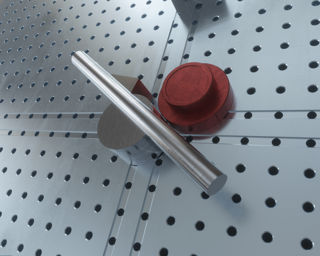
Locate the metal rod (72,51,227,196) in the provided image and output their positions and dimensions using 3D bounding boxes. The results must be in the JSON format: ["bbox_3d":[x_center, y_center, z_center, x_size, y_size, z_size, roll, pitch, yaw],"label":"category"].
[{"bbox_3d":[-0.035,-0.026,0.376,0.025,0.025,0.300,-45,52,-3],"label":"metal rod"}]

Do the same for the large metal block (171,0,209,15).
[{"bbox_3d":[0.051,-0.249,0.517,0.080,0.050,0.080,-22,54,14],"label":"large metal block"}]

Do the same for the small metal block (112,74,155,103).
[{"bbox_3d":[-0.044,-0.050,0.444,0.050,0.050,0.025,15,70,33],"label":"small metal block"}]

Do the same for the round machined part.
[{"bbox_3d":[0.041,-0.046,0.403,0.098,0.042,0.098,-13,57,21],"label":"round machined part"}]

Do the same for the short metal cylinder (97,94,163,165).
[{"bbox_3d":[-0.034,0.002,0.407,0.080,0.050,0.080,-13,56,20],"label":"short metal cylinder"}]
